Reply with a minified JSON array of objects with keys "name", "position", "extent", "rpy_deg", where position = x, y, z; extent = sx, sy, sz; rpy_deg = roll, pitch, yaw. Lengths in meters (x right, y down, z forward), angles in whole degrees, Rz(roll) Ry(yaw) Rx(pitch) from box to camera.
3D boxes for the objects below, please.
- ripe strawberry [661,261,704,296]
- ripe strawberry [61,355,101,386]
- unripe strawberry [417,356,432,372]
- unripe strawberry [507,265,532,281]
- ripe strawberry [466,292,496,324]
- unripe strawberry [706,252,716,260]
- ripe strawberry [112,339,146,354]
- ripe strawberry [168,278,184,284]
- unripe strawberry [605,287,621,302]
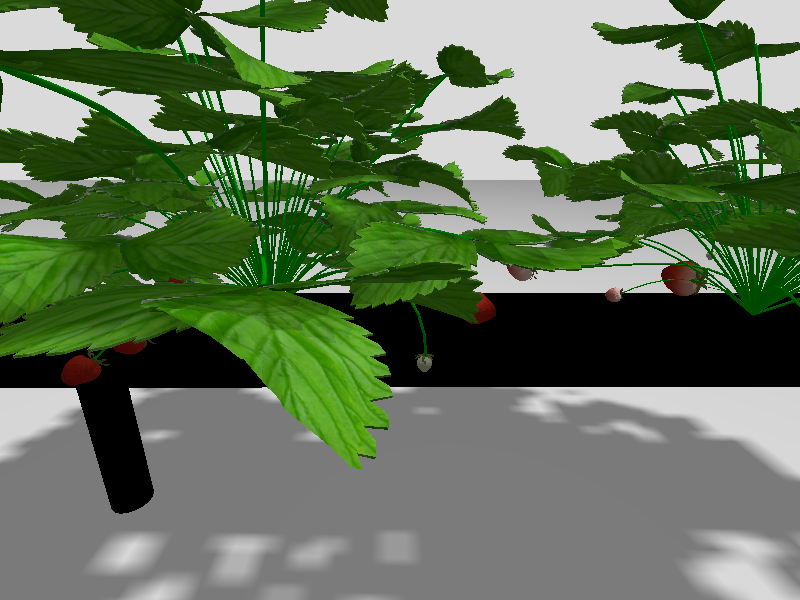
[{"name":"ripe strawberry","position":[0.303,-0.024,0.433],"extent":[0.037,0.039,0.040],"rpy_deg":[-7,19,-20]},{"name":"ripe strawberry","position":[-0.202,0.045,0.252],"extent":[0.021,0.019,0.019],"rpy_deg":[12,44,31]},{"name":"unripe strawberry","position":[0.016,0.041,0.256],"extent":[0.010,0.011,0.011],"rpy_deg":[16,24,39]},{"name":"unripe strawberry","position":[0.146,-0.040,0.483],"extent":[0.031,0.032,0.029],"rpy_deg":[11,22,31]},{"name":"ripe strawberry","position":[0.070,0.008,0.351],"extent":[0.030,0.029,0.027],"rpy_deg":[11,19,2]},{"name":"unripe strawberry","position":[0.427,-0.060,0.550],"extent":[0.010,0.011,0.011],"rpy_deg":[9,21,26]},{"name":"ripe strawberry","position":[-0.200,0.029,0.293],"extent":[0.020,0.023,0.022],"rpy_deg":[17,26,42]},{"name":"ripe strawberry","position":[-0.227,-0.020,0.420],"extent":[0.035,0.034,0.038],"rpy_deg":[9,20,26]},{"name":"unripe strawberry","position":[0.216,-0.005,0.407],"extent":[0.014,0.015,0.013],"rpy_deg":[-8,15,21]}]
